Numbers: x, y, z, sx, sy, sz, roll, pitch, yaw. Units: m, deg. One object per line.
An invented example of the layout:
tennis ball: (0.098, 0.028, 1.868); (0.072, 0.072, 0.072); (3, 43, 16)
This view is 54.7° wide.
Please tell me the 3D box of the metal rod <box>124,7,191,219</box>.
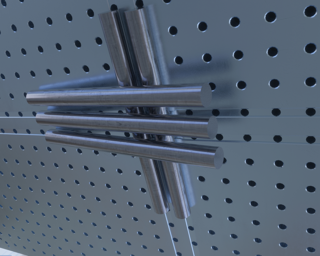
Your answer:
metal rod: (0.003, -0.001, 0.408); (0.025, 0.025, 0.298); (1, 119, 27)

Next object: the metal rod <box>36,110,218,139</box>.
metal rod: (-0.067, -0.008, 0.413); (0.300, 0.025, 0.025); (4, 121, 35)

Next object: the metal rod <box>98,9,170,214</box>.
metal rod: (-0.028, -0.004, 0.422); (0.025, 0.025, 0.298); (1, 119, 27)

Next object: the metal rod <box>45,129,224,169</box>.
metal rod: (-0.057, 0.023, 0.427); (0.300, 0.025, 0.025); (5, 121, 35)

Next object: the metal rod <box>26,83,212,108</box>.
metal rod: (-0.076, -0.040, 0.398); (0.300, 0.025, 0.025); (3, 120, 35)
